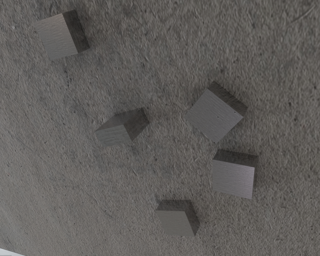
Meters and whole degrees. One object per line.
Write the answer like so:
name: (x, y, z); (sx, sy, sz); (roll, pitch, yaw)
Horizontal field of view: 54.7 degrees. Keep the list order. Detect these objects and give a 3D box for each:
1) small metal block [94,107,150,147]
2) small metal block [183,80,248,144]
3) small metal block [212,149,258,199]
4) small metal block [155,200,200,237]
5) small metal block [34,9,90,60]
small metal block: (-0.050, -0.001, 0.416); (0.050, 0.050, 0.025); (-12, 112, 33)
small metal block: (0.064, -0.018, 0.362); (0.050, 0.025, 0.050); (39, 129, 1)
small metal block: (0.095, 0.058, 0.393); (0.050, 0.025, 0.050); (9, 123, 23)
small metal block: (0.028, 0.139, 0.478); (0.050, 0.025, 0.050); (-8, 115, 31)
small metal block: (-0.126, -0.119, 0.399); (0.050, 0.025, 0.050); (-4, 117, 30)
